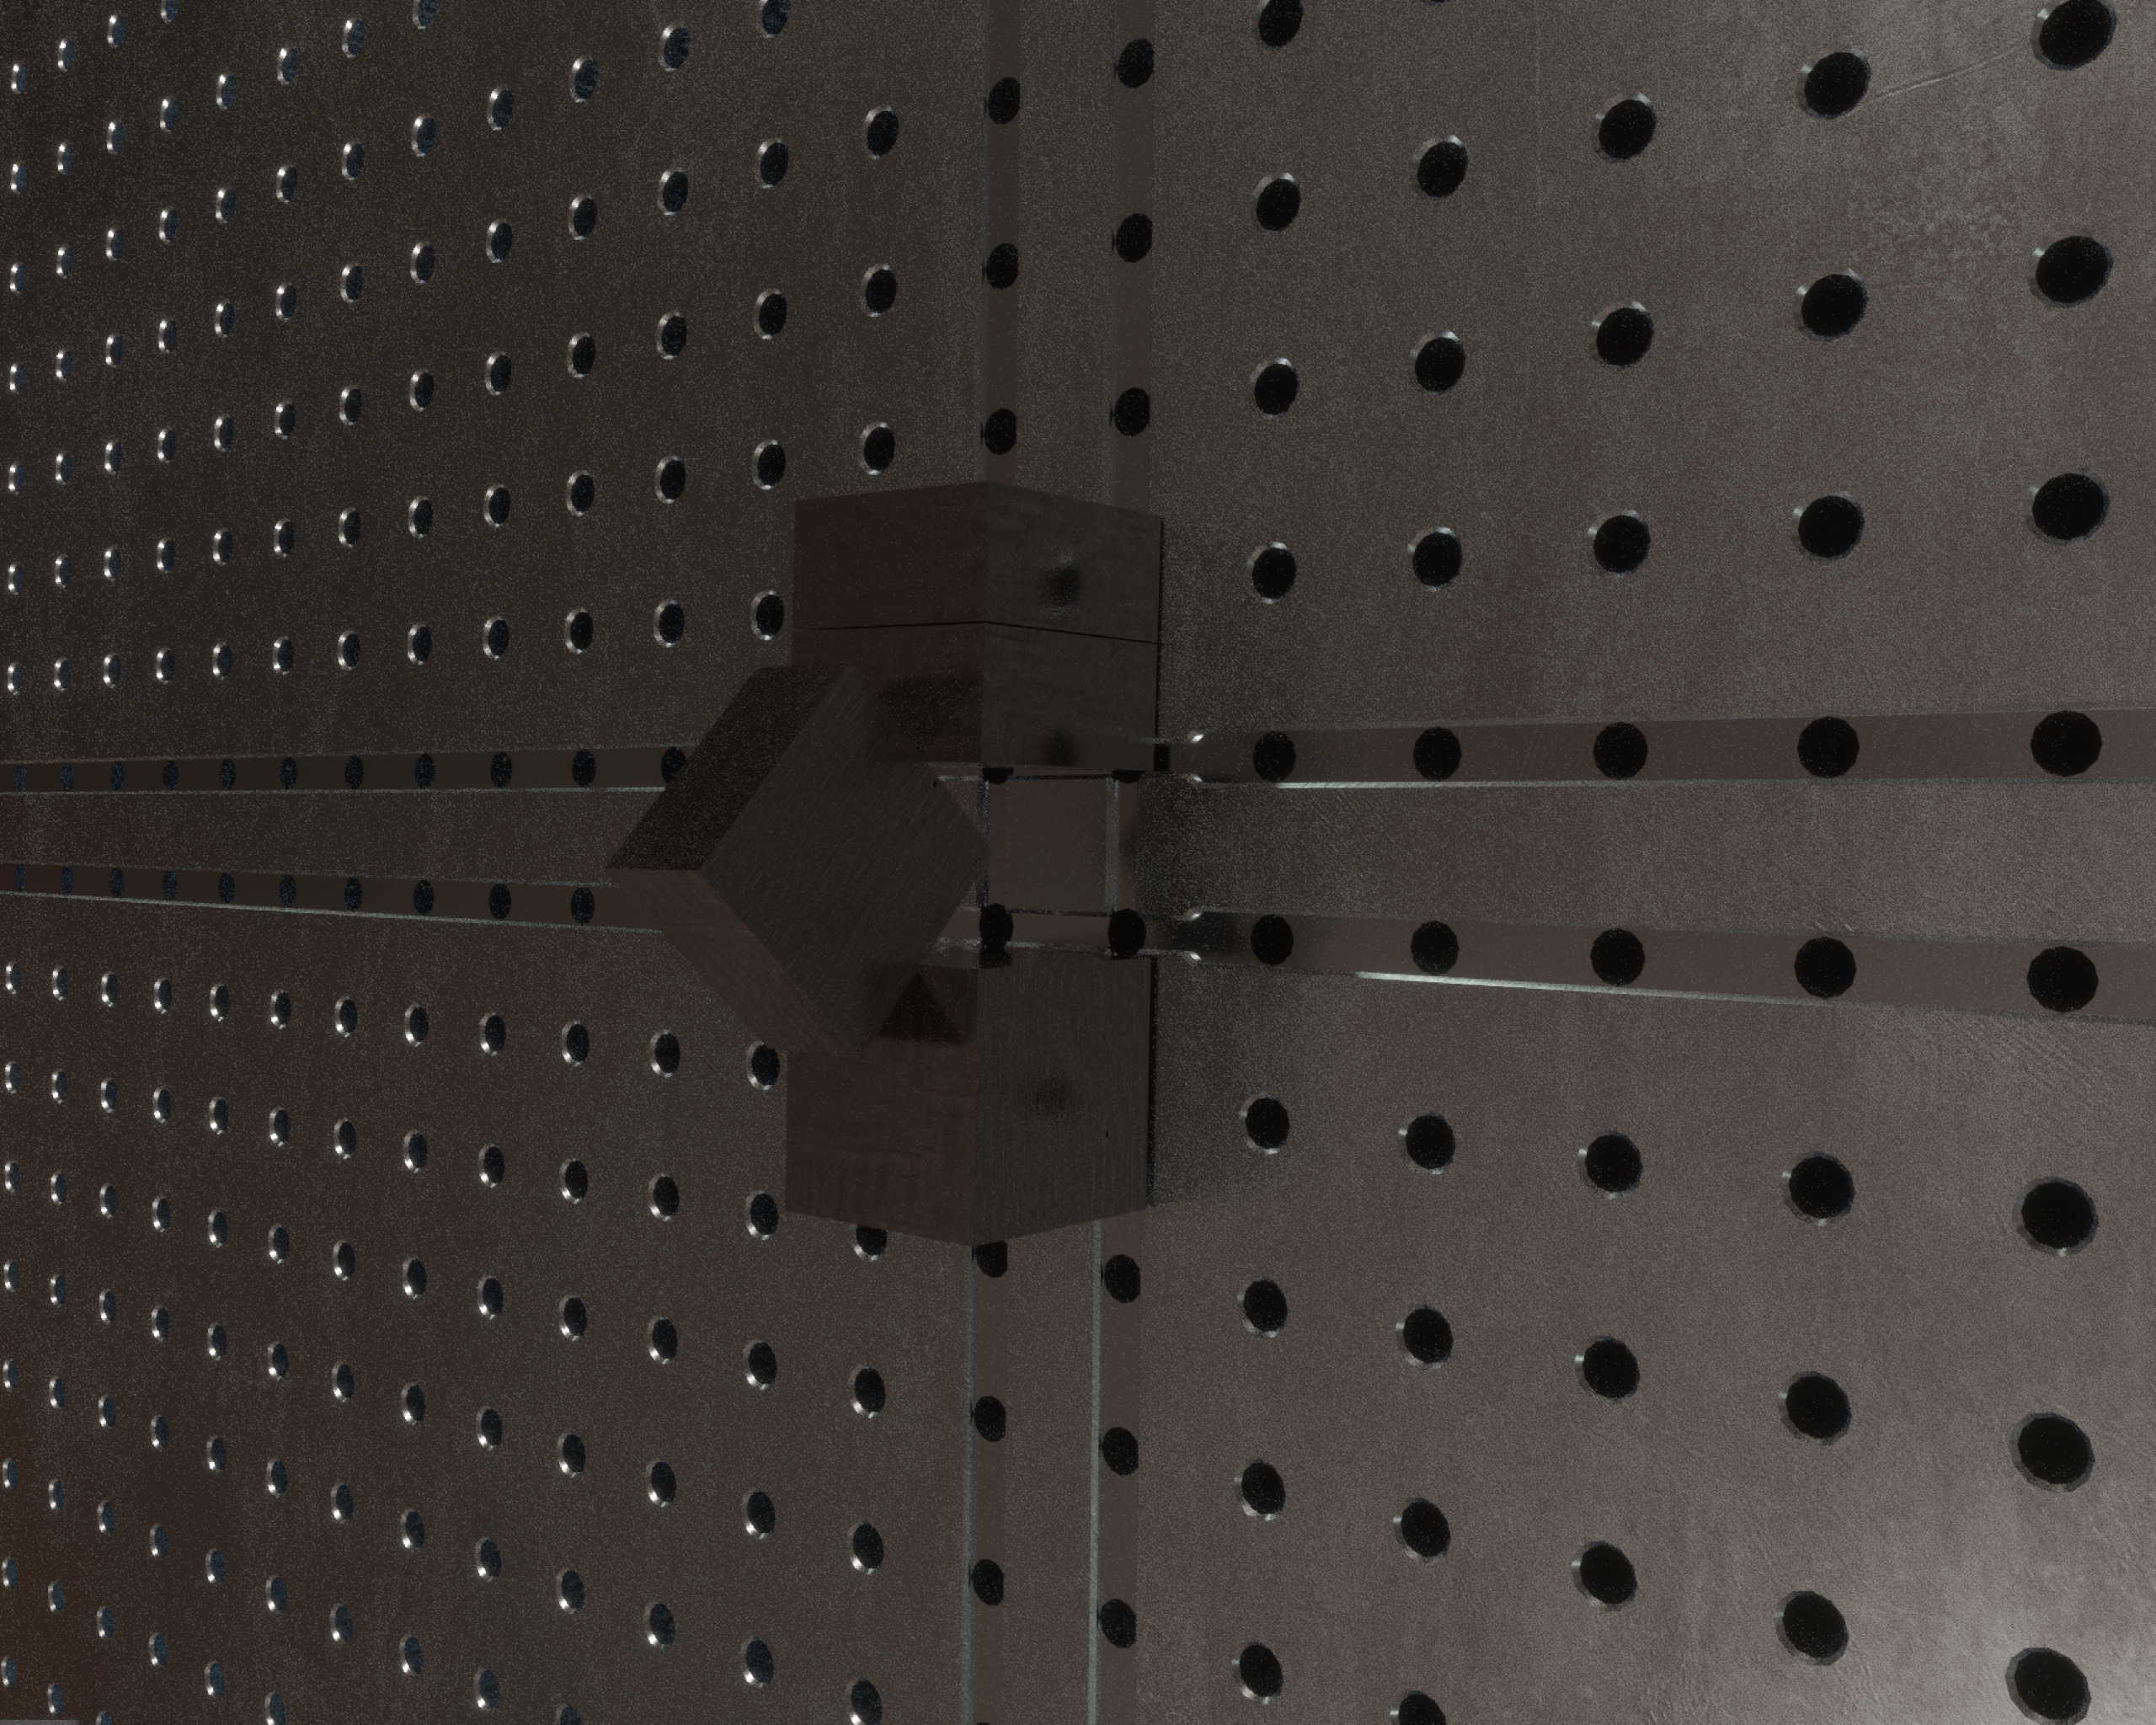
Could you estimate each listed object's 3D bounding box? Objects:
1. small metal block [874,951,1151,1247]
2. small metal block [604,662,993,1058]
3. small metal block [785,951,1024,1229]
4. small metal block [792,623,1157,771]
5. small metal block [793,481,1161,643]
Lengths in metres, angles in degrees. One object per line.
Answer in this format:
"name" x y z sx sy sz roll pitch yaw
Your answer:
"small metal block" -0.012 0.043 0.399 0.025 0.050 0.050 2 91 40
"small metal block" -0.049 -0.001 0.377 0.025 0.050 0.050 1 48 40
"small metal block" -0.031 0.043 0.416 0.025 0.050 0.050 2 91 40
"small metal block" -0.020 -0.031 0.407 0.050 0.050 0.025 3 92 39
"small metal block" -0.019 -0.057 0.406 0.050 0.050 0.025 3 92 39
